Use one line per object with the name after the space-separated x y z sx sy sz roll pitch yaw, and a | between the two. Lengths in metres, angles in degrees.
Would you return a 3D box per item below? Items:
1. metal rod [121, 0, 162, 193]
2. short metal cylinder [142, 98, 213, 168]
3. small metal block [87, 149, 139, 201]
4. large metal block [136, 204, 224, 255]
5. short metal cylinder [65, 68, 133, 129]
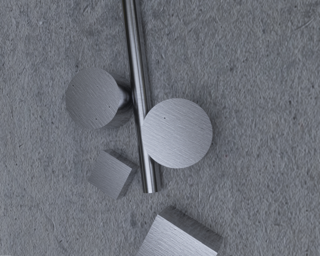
-0.028 -0.064 0.417 0.025 0.025 0.298 -8 88 19 | metal rod
0.020 0.007 0.376 0.081 0.050 0.080 0 88 1 | short metal cylinder
-0.065 0.064 0.431 0.050 0.025 0.050 30 99 17 | small metal block
0.022 0.157 0.387 0.080 0.050 0.080 29 99 17 | large metal block
-0.080 -0.038 0.423 0.080 0.050 0.079 0 90 19 | short metal cylinder
